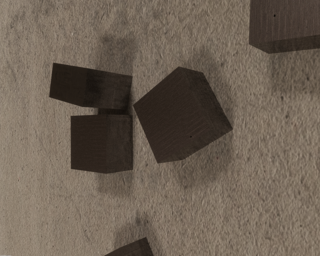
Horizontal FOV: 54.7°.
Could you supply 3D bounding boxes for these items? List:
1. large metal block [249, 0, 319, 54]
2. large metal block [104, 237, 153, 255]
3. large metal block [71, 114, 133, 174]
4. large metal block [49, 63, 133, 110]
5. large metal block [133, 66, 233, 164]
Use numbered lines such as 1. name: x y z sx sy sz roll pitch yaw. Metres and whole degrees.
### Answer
1. large metal block: 0.131 -0.116 0.280 0.080 0.050 0.079 3 92 39
2. large metal block: -0.046 0.208 0.424 0.080 0.050 0.080 -38 67 33
3. large metal block: -0.087 0.021 0.458 0.080 0.050 0.079 0 90 39
4. large metal block: -0.100 -0.060 0.449 0.080 0.081 0.050 16 100 38
5. large metal block: 0.025 -0.013 0.367 0.080 0.050 0.080 -36 68 33
